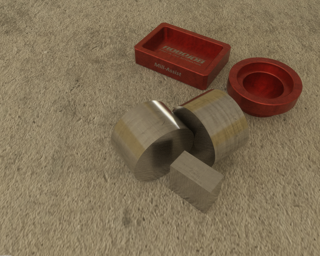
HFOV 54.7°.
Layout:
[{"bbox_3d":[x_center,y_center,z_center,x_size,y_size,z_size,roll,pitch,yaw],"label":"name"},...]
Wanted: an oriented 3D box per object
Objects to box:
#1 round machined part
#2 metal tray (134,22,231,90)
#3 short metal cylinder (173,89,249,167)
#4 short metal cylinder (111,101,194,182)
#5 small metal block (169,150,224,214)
[{"bbox_3d":[0.144,-0.053,0.438,0.099,0.042,0.098,0,50,0],"label":"round machined part"},{"bbox_3d":[0.036,-0.119,0.500,0.130,0.030,0.090,26,54,20],"label":"metal tray"},{"bbox_3d":[0.057,0.000,0.368,0.050,0.080,0.080,-28,56,-22],"label":"short metal cylinder"},{"bbox_3d":[-0.008,0.016,0.355,0.081,0.080,0.050,-28,56,-21],"label":"short metal cylinder"},{"bbox_3d":[0.038,0.060,0.337,0.050,0.050,0.025,32,57,24],"label":"small metal block"}]
